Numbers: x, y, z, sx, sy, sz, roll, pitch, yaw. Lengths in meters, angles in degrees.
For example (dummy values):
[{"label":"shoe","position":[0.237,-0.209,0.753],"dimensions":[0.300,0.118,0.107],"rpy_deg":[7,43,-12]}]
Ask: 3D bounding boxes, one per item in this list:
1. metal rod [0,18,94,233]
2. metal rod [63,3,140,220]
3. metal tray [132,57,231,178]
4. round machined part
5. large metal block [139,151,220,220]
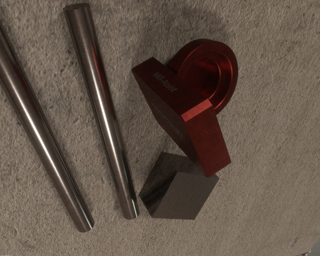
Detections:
[{"label":"metal rod","position":[-0.129,0.017,0.347],"dimensions":[0.025,0.025,0.298],"rpy_deg":[-23,127,-15]},{"label":"metal rod","position":[-0.061,0.006,0.378],"dimensions":[0.025,0.025,0.298],"rpy_deg":[-21,127,-17]},{"label":"metal tray","position":[0.020,-0.016,0.341],"dimensions":[0.030,0.130,0.090],"rpy_deg":[-32,129,-7]},{"label":"round machined part","position":[0.045,-0.060,0.379],"dimensions":[0.099,0.042,0.097],"rpy_deg":[-17,121,-29]},{"label":"large metal block","position":[0.028,0.088,0.462],"dimensions":[0.081,0.050,0.080],"rpy_deg":[15,111,-35]}]
